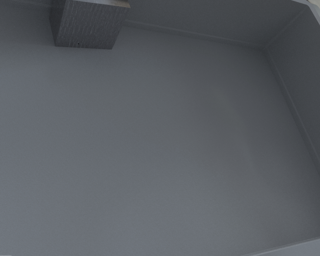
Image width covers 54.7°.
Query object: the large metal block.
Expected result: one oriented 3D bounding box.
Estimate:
[{"bbox_3d":[-0.096,-0.152,0.411,0.081,0.080,0.050,-5,65,-31],"label":"large metal block"}]
